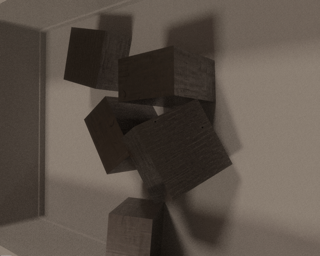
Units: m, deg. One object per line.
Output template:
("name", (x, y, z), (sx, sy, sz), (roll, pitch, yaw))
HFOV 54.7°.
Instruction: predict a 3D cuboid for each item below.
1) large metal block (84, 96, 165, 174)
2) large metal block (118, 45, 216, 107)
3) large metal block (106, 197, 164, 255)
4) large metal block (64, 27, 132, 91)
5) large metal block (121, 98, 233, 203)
("large metal block", (-0.039, 0.008, 0.401), (0.050, 0.081, 0.080), (-41, 66, 32))
("large metal block", (0.009, -0.055, 0.361), (0.080, 0.081, 0.050), (-2, 87, 39))
("large metal block", (-0.029, 0.137, 0.382), (0.050, 0.080, 0.079), (5, 91, 10))
("large metal block", (-0.095, -0.103, 0.466), (0.080, 0.050, 0.079), (19, 102, 38))
("large metal block", (0.017, 0.025, 0.336), (0.080, 0.081, 0.050), (63, 153, 4))
